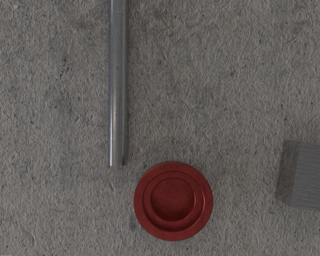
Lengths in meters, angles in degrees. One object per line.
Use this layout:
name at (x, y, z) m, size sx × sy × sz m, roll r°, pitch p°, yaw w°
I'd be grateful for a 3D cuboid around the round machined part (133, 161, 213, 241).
round machined part at (0.017, 0.091, 0.402) m, size 0.099 × 0.042 × 0.097 m, roll 0°, pitch 90°, yaw 0°

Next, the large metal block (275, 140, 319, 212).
large metal block at (0.203, 0.062, 0.399) m, size 0.080 × 0.050 × 0.080 m, roll 9°, pitch 90°, yaw 0°

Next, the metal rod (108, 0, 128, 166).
metal rod at (-0.055, -0.101, 0.409) m, size 0.025 × 0.025 × 0.298 m, roll 0°, pitch 90°, yaw 0°
